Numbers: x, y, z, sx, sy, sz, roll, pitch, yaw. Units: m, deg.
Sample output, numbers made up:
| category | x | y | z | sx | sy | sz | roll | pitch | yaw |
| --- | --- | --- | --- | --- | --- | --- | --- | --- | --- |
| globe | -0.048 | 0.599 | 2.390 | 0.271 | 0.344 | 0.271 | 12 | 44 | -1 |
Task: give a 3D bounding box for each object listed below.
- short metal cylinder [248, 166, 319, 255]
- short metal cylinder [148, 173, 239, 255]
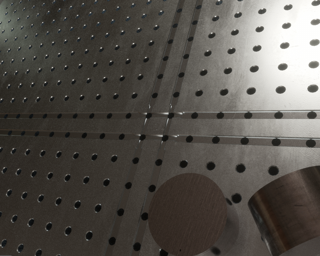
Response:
| category | x | y | z | sx | sy | sz | roll | pitch | yaw |
| --- | --- | --- | --- | --- | --- | --- | --- | --- | --- |
| short metal cylinder | 0.123 | 0.075 | 0.262 | 0.080 | 0.080 | 0.050 | -27 | 53 | 11 |
| short metal cylinder | 0.035 | 0.092 | 0.316 | 0.080 | 0.050 | 0.080 | -13 | 56 | 20 |
